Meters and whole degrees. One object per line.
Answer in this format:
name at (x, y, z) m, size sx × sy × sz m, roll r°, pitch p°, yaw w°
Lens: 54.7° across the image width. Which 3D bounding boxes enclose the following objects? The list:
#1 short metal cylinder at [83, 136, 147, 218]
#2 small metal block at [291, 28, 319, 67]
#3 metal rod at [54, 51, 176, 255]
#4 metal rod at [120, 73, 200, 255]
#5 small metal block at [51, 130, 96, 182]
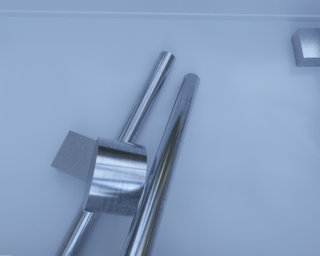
short metal cylinder at (-0.050, 0.053, 0.336) m, size 0.050 × 0.080 × 0.080 m, roll 12°, pitch 70°, yaw -15°
small metal block at (0.227, -0.118, 0.456) m, size 0.050 × 0.025 × 0.050 m, roll -1°, pitch 70°, yaw -1°
metal rod at (-0.049, 0.026, 0.399) m, size 0.025 × 0.025 × 0.300 m, roll 23°, pitch 71°, yaw 8°
metal rod at (0.007, 0.033, 0.331) m, size 0.025 × 0.025 × 0.301 m, roll 15°, pitch 45°, yaw 5°
small metal block at (-0.101, 0.037, 0.395) m, size 0.050 × 0.025 × 0.050 m, roll 21°, pitch 71°, yaw 7°
